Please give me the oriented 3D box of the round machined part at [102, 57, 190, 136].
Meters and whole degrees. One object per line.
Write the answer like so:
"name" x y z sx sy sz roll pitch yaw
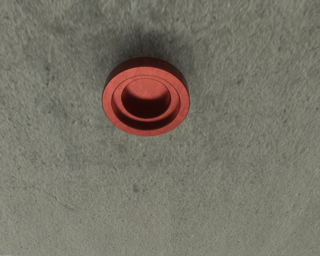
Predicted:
"round machined part" -0.016 -0.040 0.362 0.099 0.042 0.097 -1 130 0
